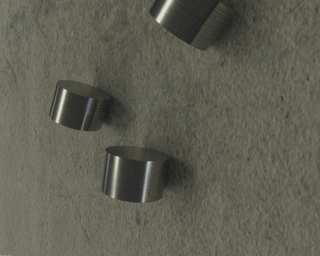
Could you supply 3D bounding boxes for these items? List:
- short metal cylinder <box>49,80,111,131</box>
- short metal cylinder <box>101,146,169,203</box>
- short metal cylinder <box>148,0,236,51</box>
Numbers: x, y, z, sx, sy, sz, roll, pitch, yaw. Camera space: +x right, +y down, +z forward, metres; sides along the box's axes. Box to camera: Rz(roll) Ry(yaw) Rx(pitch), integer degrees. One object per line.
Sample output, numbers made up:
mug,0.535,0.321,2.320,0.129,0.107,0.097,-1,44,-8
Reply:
short metal cylinder,-0.120,-0.035,0.465,0.080,0.081,0.050,31,110,35
short metal cylinder,-0.032,0.056,0.393,0.080,0.081,0.050,14,99,39
short metal cylinder,0.035,-0.129,0.339,0.080,0.081,0.050,51,120,27
